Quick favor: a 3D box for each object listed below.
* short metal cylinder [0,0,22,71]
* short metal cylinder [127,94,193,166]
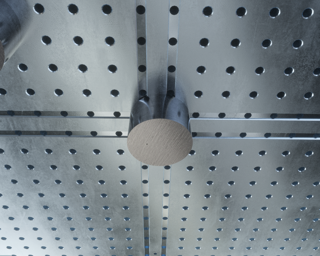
[{"bbox_3d":[-0.190,-0.095,0.313,0.081,0.050,0.079,0,130,0],"label":"short metal cylinder"},{"bbox_3d":[0.000,0.003,0.398,0.081,0.050,0.079,0,130,0],"label":"short metal cylinder"}]
